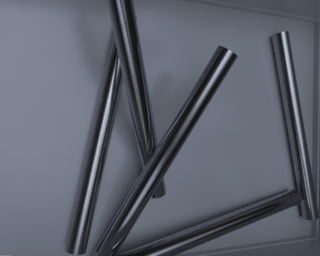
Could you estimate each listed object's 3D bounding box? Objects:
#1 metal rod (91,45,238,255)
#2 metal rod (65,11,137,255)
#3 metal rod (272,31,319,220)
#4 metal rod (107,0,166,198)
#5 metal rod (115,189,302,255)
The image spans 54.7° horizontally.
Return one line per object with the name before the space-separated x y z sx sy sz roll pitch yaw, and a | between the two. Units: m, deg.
metal rod | -0.001 0.042 0.363 0.025 0.025 0.299 28 99 -18
metal rod | -0.072 0.002 0.384 0.025 0.025 0.298 13 86 -20
metal rod | 0.216 -0.001 0.492 0.025 0.025 0.298 -13 95 -20
metal rod | -0.026 -0.045 0.344 0.025 0.025 0.298 -20 119 -19
metal rod | 0.080 0.138 0.429 0.303 0.025 0.025 -12 94 -25
